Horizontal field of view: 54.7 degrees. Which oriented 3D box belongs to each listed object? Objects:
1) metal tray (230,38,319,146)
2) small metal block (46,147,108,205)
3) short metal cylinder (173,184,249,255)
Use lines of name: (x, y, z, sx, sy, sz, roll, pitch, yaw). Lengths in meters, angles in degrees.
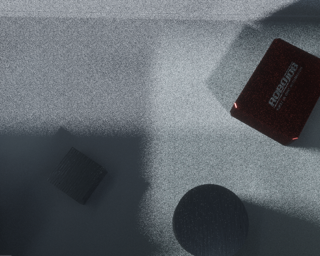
metal tray: (0.168, -0.052, 0.428, 0.090, 0.030, 0.130, 31, 73, 10)
small metal block: (-0.102, 0.060, 0.387, 0.050, 0.025, 0.050, 32, 73, 10)
short metal cylinder: (0.056, 0.109, 0.357, 0.081, 0.050, 0.080, 0, 70, 0)
